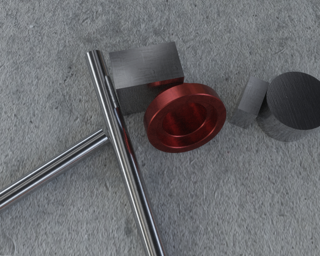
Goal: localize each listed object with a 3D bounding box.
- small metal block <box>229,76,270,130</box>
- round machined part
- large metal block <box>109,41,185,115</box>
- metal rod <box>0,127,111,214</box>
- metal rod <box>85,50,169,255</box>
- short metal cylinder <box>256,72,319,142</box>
[{"bbox_3d":[0.117,-0.032,0.408,0.025,0.050,0.050,23,72,8],"label":"small metal block"},{"bbox_3d":[0.027,-0.017,0.381,0.099,0.097,0.042,-15,48,-6],"label":"round machined part"},{"bbox_3d":[-0.017,-0.061,0.401,0.081,0.080,0.050,-11,71,-5],"label":"large metal block"},{"bbox_3d":[-0.195,0.090,0.372,0.301,0.025,0.025,-33,74,-12],"label":"metal rod"},{"bbox_3d":[-0.042,0.037,0.383,0.025,0.025,0.299,-18,75,-7],"label":"metal rod"},{"bbox_3d":[0.172,-0.027,0.407,0.081,0.050,0.080,0,70,0],"label":"short metal cylinder"}]
